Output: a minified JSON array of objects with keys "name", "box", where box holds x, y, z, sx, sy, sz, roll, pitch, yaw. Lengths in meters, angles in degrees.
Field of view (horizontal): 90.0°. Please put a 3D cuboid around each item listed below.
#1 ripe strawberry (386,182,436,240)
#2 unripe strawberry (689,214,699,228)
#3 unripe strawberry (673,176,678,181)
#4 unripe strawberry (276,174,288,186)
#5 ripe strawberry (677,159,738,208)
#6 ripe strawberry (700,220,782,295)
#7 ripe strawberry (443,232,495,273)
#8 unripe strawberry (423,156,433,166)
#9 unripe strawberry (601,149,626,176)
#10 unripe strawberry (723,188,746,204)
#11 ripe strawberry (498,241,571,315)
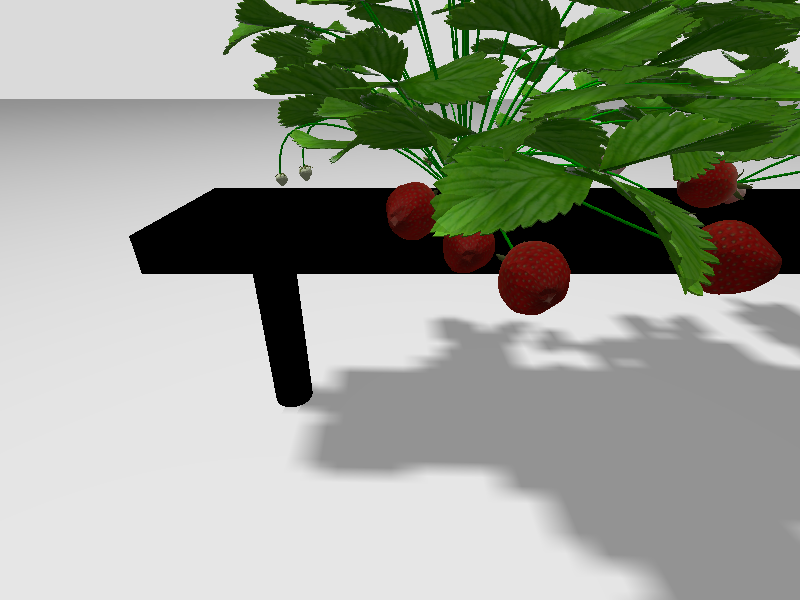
[{"name":"ripe strawberry","box":[0.006,-0.058,0.267,0.037,0.039,0.041,15,32,26]},{"name":"unripe strawberry","box":[0.207,-0.054,0.286,0.013,0.013,0.012,-52,-4,37]},{"name":"unripe strawberry","box":[0.307,-0.136,0.433,0.019,0.019,0.018,-25,12,36]},{"name":"unripe strawberry","box":[-0.118,-0.120,0.400,0.011,0.011,0.011,9,30,16]},{"name":"ripe strawberry","box":[0.260,-0.099,0.343,0.042,0.041,0.039,-1,28,0]},{"name":"ripe strawberry","box":[0.166,-0.020,0.200,0.035,0.037,0.038,-18,34,-29]},{"name":"ripe strawberry","box":[0.038,-0.028,0.221,0.029,0.031,0.031,3,29,6]},{"name":"unripe strawberry","box":[0.036,-0.180,0.520,0.013,0.014,0.014,-3,16,-5]},{"name":"unripe strawberry","box":[0.239,-0.157,0.453,0.037,0.032,0.037,-17,33,-30]},{"name":"unripe strawberry","box":[0.291,-0.095,0.353,0.020,0.019,0.018,28,25,-13]},{"name":"ripe strawberry","box":[0.062,-0.008,0.181,0.032,0.034,0.035,-1,29,-2]}]
